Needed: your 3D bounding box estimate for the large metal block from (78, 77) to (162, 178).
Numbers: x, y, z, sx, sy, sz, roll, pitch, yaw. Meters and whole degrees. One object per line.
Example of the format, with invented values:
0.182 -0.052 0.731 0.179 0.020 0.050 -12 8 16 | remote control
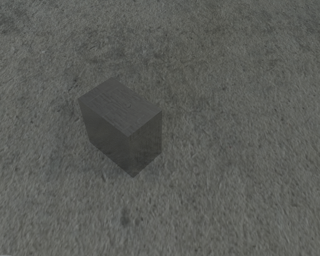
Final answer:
-0.045 0.000 0.367 0.080 0.080 0.050 35 58 25 | large metal block
